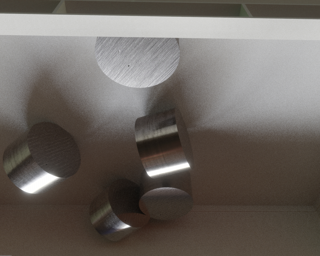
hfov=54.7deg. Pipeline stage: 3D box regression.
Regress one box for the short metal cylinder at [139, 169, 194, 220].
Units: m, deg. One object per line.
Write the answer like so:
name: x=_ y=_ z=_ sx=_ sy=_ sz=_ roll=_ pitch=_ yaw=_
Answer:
short metal cylinder: x=0.009 y=0.097 z=0.475 sx=0.081 sy=0.050 sz=0.079 roll=-1 pitch=130 yaw=0

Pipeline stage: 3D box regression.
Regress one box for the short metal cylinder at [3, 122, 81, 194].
short metal cylinder: x=-0.152 y=0.039 z=0.404 sx=0.050 sy=0.080 sz=0.080 roll=-32 pitch=124 yaw=24

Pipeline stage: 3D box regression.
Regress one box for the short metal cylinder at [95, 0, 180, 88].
short metal cylinder: x=-0.021 y=-0.087 z=0.312 sx=0.081 sy=0.050 sz=0.080 roll=0 pitch=138 yaw=0

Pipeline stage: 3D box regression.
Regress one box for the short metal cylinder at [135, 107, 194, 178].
short metal cylinder: x=0.007 y=0.019 z=0.389 sx=0.050 sy=0.080 sz=0.080 roll=-16 pitch=129 yaw=12

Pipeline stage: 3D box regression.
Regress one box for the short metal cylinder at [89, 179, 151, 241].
short metal cylinder: x=-0.061 y=0.126 z=0.480 sx=0.080 sy=0.080 sz=0.050 roll=33 pitch=123 yaw=-25
